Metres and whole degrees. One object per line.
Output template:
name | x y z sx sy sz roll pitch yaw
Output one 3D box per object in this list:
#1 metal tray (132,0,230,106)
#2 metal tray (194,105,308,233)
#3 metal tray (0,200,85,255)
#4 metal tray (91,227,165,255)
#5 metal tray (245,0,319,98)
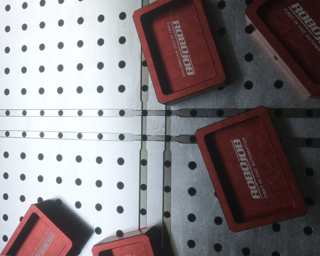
metal tray | 0.026 -0.103 0.400 0.090 0.030 0.129 -18 84 18
metal tray | 0.107 0.049 0.371 0.090 0.030 0.129 -22 83 18
metal tray | -0.185 0.188 0.473 0.090 0.030 0.129 37 101 15
metal tray | -0.031 0.210 0.419 0.090 0.030 0.129 -20 84 18
metal tray | 0.171 -0.110 0.349 0.090 0.030 0.130 -37 79 16
